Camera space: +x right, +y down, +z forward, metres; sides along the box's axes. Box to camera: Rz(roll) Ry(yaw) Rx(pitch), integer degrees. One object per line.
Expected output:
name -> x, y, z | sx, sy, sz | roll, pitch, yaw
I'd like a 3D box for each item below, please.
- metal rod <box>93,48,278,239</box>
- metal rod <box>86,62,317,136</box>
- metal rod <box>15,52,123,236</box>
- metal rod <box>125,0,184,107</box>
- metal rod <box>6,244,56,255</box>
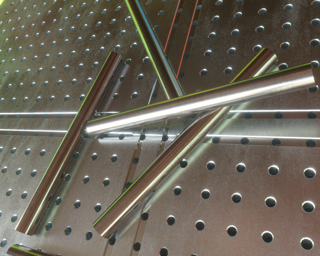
metal rod -> 0.034, 0.015, 0.380 | 0.300, 0.025, 0.025 | -46, 51, -4
metal rod -> 0.026, -0.027, 0.382 | 0.300, 0.025, 0.025 | -12, 57, 31
metal rod -> -0.128, 0.010, 0.466 | 0.025, 0.025, 0.300 | 10, 66, 32
metal rod -> -0.015, -0.139, 0.499 | 0.025, 0.025, 0.299 | -28, 52, 10
metal rod -> -0.058, 0.169, 0.333 | 0.300, 0.025, 0.025 | 2, 63, 28
